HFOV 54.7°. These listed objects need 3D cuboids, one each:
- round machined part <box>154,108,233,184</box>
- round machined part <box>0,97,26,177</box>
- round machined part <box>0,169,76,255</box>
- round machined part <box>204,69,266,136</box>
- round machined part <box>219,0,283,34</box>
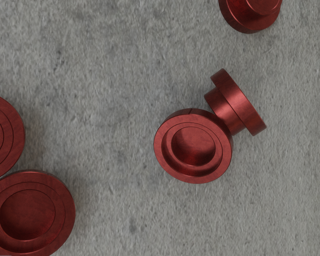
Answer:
[{"bbox_3d":[0.045,0.020,0.400,0.098,0.042,0.097,7,116,15],"label":"round machined part"},{"bbox_3d":[-0.196,0.009,0.328,0.099,0.042,0.097,0,90,-21],"label":"round machined part"},{"bbox_3d":[-0.147,0.094,0.346,0.099,0.042,0.097,0,90,-21],"label":"round machined part"},{"bbox_3d":[0.095,-0.028,0.414,0.042,0.098,0.098,-36,104,13],"label":"round machined part"},{"bbox_3d":[0.139,-0.192,0.453,0.099,0.042,0.097,0,90,-21],"label":"round machined part"}]
